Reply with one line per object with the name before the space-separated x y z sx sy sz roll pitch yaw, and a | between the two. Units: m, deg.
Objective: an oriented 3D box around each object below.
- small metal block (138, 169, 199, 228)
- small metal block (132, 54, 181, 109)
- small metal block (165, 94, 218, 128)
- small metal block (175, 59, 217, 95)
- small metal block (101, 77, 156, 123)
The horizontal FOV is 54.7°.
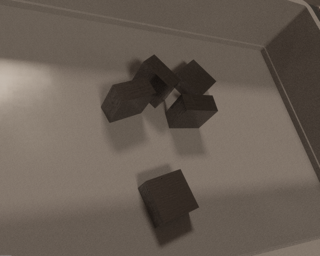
small metal block | 0.010 0.082 0.363 0.050 0.025 0.050 -14 69 -34
small metal block | -0.007 -0.063 0.426 0.050 0.050 0.025 44 51 2
small metal block | 0.043 -0.022 0.428 0.050 0.050 0.025 0 62 -29
small metal block | 0.051 -0.071 0.479 0.050 0.025 0.050 45 51 2
small metal block | -0.040 -0.035 0.391 0.050 0.050 0.025 -20 73 -36
